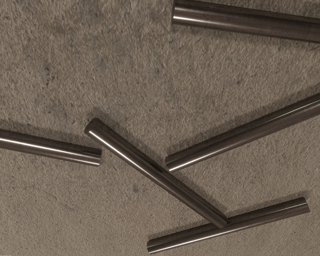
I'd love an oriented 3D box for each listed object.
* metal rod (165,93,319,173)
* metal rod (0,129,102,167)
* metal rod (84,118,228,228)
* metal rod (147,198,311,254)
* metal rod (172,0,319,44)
[{"bbox_3d":[0.144,-0.005,0.405,0.300,0.025,0.025,-24,126,19],"label":"metal rod"},{"bbox_3d":[-0.230,0.011,0.412,0.302,0.025,0.025,13,129,-12],"label":"metal rod"},{"bbox_3d":[0.010,0.082,0.476,0.025,0.025,0.301,-34,123,25],"label":"metal rod"},{"bbox_3d":[0.114,0.182,0.563,0.300,0.025,0.025,-22,127,17],"label":"metal rod"},{"bbox_3d":[0.163,-0.101,0.323,0.302,0.025,0.025,6,130,-6],"label":"metal rod"}]
